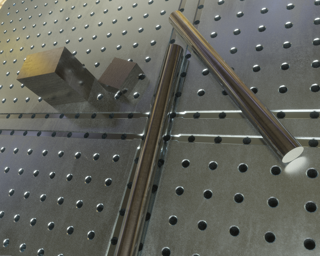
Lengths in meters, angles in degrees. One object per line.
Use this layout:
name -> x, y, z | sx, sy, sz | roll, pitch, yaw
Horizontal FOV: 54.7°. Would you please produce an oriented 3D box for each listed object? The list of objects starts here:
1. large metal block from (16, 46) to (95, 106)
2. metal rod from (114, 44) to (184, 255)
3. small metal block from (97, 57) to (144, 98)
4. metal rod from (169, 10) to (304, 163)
large metal block -> -0.170, -0.082, 0.513 | 0.080, 0.080, 0.050 | -4, 60, 26
metal rod -> -0.008, 0.013, 0.404 | 0.025, 0.025, 0.300 | -1, 61, 28
small metal block -> -0.062, -0.081, 0.491 | 0.050, 0.025, 0.050 | 23, 74, 36
metal rod -> 0.081, -0.076, 0.412 | 0.025, 0.025, 0.300 | -33, 51, 6
